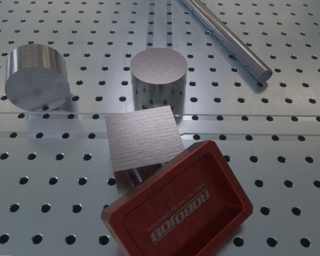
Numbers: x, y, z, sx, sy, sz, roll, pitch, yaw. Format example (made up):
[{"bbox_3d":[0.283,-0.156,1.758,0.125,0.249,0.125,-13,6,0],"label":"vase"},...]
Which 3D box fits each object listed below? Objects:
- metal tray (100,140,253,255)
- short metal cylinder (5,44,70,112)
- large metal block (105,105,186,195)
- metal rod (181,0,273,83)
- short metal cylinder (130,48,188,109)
[{"bbox_3d":[0.021,0.082,0.303,0.131,0.030,0.090,-34,96,-25],"label":"metal tray"},{"bbox_3d":[-0.169,-0.068,0.428,0.081,0.080,0.050,-12,51,-10],"label":"short metal cylinder"},{"bbox_3d":[-0.018,0.025,0.370,0.081,0.050,0.080,-10,51,-9],"label":"large metal block"},{"bbox_3d":[0.102,-0.184,0.562,0.025,0.025,0.300,-18,52,-15],"label":"metal rod"},{"bbox_3d":[-0.002,-0.072,0.452,0.080,0.050,0.080,0,50,0],"label":"short metal cylinder"}]
